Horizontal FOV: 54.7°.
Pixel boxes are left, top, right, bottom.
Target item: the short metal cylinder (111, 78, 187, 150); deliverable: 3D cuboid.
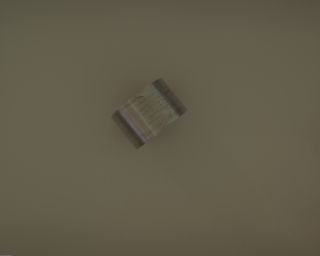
[{"bbox_3d":[-0.013,-0.017,0.384,0.080,0.080,0.050,-38,90,0],"label":"short metal cylinder"}]
